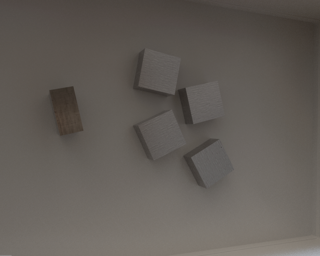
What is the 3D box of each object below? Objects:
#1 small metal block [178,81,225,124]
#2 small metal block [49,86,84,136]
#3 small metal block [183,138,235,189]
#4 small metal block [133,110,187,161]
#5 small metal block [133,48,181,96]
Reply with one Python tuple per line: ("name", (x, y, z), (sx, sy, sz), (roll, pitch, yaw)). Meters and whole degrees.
("small metal block", (0.058, -0.035, 0.433), (0.050, 0.025, 0.050), (-14, 95, -20))
("small metal block", (-0.109, -0.019, 0.357), (0.025, 0.050, 0.050), (-13, 95, -20))
("small metal block", (0.069, 0.049, 0.438), (0.050, 0.025, 0.050), (-30, 100, -18))
("small metal block", (0.000, 0.009, 0.411), (0.050, 0.025, 0.050), (-26, 99, -18))
("small metal block", (-0.004, -0.072, 0.410), (0.050, 0.025, 0.050), (11, 86, -20))
